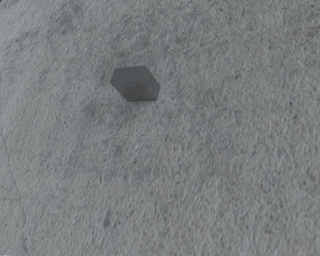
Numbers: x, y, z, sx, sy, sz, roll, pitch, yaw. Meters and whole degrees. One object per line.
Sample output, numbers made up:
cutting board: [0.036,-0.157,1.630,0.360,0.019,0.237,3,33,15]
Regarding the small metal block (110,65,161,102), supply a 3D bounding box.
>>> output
small metal block: [-0.034,-0.062,0.442,0.050,0.050,0.025,0,62,28]
